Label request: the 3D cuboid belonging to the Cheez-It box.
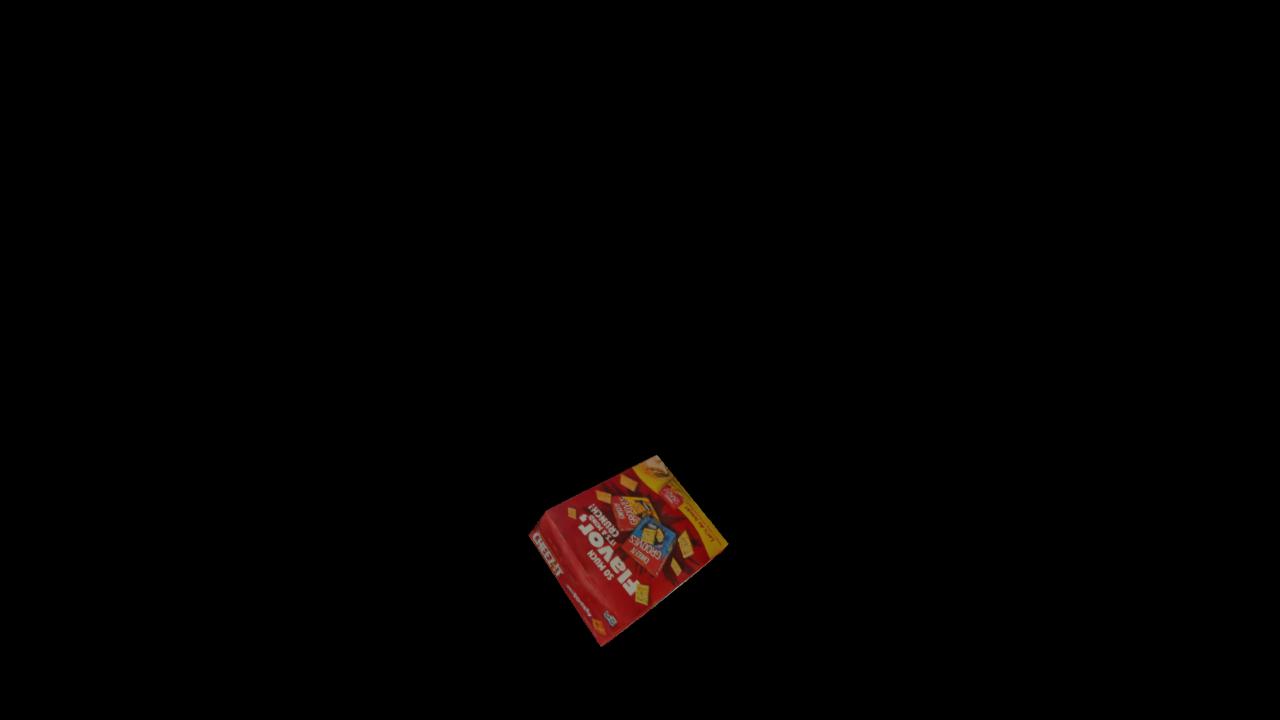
[{"bbox_3d":[-0.010,0.239,0.814,0.223,0.166,0.071,-19,-28,-48],"label":"Cheez-It box"}]
